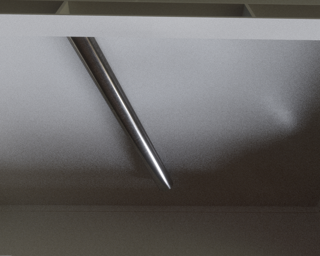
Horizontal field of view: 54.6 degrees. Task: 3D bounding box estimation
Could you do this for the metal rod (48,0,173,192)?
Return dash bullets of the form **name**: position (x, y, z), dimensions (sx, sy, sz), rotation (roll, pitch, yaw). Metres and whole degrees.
- **metal rod**: position (-0.044, -0.018, 0.393), dimensions (0.025, 0.025, 0.299), rotation (-16, 129, 13)
